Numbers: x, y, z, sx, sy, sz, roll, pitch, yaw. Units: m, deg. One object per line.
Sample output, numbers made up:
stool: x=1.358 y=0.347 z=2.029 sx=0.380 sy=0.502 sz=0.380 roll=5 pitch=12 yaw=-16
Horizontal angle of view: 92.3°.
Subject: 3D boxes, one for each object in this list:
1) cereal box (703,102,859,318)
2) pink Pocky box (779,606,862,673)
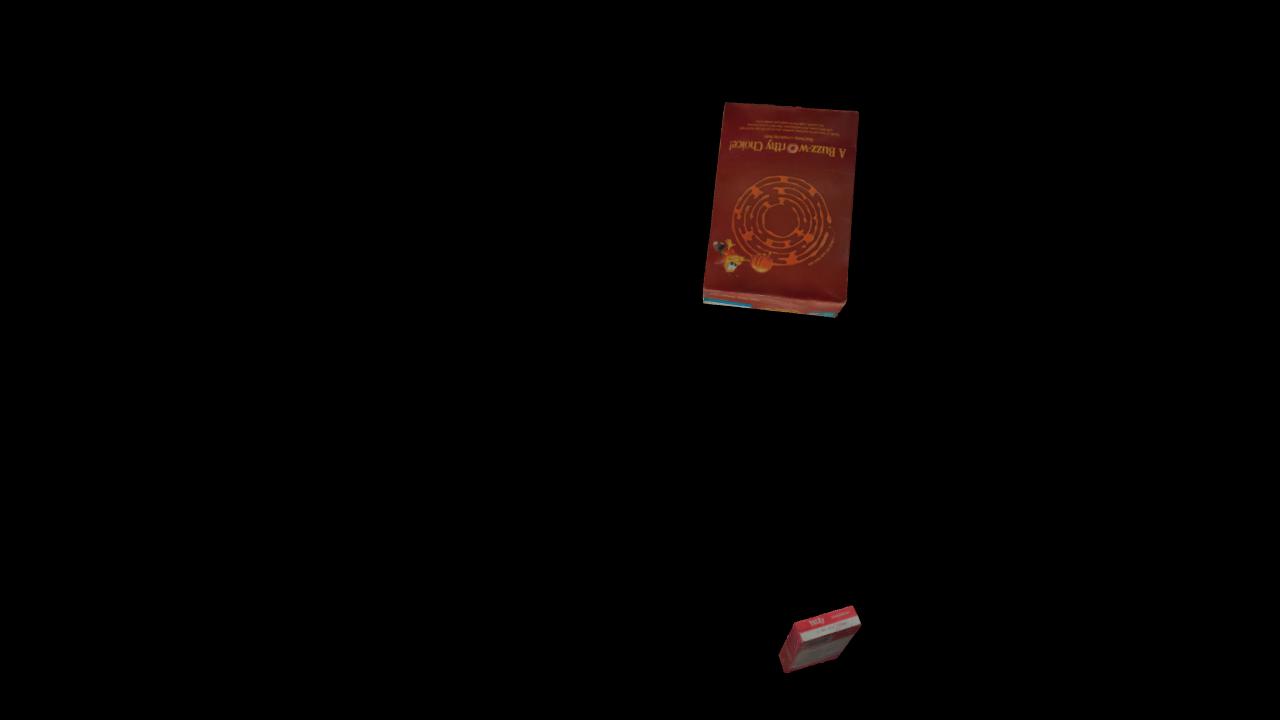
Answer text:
cereal box: x=0.209 y=-0.225 z=0.921 sx=0.203 sy=0.306 sz=0.081 roll=6 pitch=-10 yaw=6
pink Pocky box: x=0.241 y=0.383 z=0.837 sx=0.084 sy=0.029 sz=0.155 roll=-13 pitch=-40 yaw=-7
